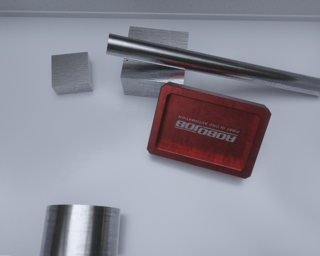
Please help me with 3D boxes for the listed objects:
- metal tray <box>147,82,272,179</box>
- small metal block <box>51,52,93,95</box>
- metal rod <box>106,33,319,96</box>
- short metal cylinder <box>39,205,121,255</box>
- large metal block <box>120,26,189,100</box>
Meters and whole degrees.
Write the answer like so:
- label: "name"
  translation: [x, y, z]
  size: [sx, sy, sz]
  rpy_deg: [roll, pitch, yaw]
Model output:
- label: "metal tray"
  translation: [0.057, 0.002, 0.382]
  size: [0.131, 0.030, 0.089]
  rpy_deg: [15, 106, 5]
- label: "small metal block"
  translation: [-0.123, -0.077, 0.436]
  size: [0.050, 0.025, 0.050]
  rpy_deg: [-7, 70, -3]
- label: "metal rod"
  translation: [0.084, -0.078, 0.399]
  size: [0.302, 0.025, 0.025]
  rpy_deg: [8, 70, -13]
- label: "short metal cylinder"
  translation: [-0.085, 0.113, 0.338]
  size: [0.081, 0.080, 0.050]
  rpy_deg: [1, 70, 0]
- label: "large metal block"
  translation: [-0.006, -0.088, 0.429]
  size: [0.080, 0.050, 0.080]
  rpy_deg: [6, 70, 2]
